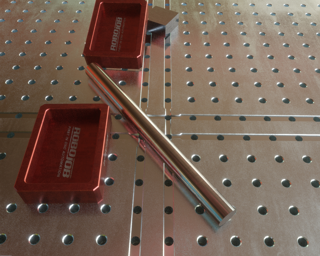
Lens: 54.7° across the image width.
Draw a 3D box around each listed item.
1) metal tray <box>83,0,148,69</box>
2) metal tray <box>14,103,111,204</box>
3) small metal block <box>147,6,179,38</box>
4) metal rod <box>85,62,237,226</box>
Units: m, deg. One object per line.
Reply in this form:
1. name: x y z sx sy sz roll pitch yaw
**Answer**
1. metal tray: -0.070 -0.160 0.519 0.091 0.030 0.130 3 62 3
2. metal tray: -0.112 0.026 0.380 0.091 0.030 0.130 0 50 -1
3. small metal block: 0.001 -0.198 0.574 0.050 0.025 0.050 24 54 18
4. metal rod: -0.017 0.002 0.405 0.025 0.025 0.300 -29 56 -22
